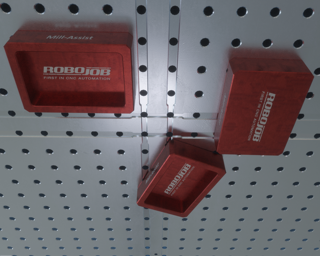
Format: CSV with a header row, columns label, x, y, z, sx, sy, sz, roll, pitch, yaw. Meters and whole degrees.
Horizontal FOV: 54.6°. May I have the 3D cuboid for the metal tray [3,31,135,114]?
label,x,y,z,sx,sy,sz,roll,pitch,yaw
metal tray,-0.096,-0.061,0.355,0.131,0.030,0.089,1,130,-1

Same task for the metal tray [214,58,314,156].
label,x,y,z,sx,sy,sz,roll,pitch,yaw
metal tray,0.123,-0.022,0.391,0.091,0.030,0.129,2,130,-2

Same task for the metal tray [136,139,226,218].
label,x,y,z,sx,sy,sz,roll,pitch,yaw
metal tray,0.029,0.083,0.478,0.090,0.030,0.129,19,128,-16
